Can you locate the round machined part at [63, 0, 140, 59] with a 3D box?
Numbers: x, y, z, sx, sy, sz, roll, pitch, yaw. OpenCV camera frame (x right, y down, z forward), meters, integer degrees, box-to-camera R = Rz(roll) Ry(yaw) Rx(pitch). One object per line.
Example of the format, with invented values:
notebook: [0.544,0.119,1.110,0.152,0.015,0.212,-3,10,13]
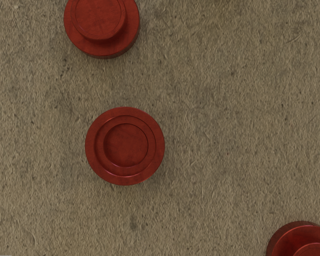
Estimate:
round machined part: [-0.076,-0.142,0.401,0.099,0.042,0.097,0,90,0]

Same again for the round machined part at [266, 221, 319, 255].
round machined part: [0.194,0.175,0.403,0.099,0.042,0.097,0,90,0]

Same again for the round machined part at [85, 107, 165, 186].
round machined part: [-0.043,0.022,0.401,0.099,0.042,0.097,0,90,0]
